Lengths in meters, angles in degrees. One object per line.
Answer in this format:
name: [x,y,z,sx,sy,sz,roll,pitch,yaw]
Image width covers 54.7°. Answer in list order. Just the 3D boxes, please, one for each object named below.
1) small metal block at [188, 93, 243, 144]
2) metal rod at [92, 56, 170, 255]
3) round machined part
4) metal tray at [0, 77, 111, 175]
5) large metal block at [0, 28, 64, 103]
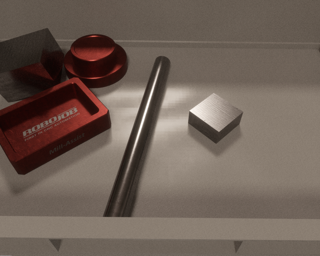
small metal block: [0.074,-0.014,0.418,0.050,0.025,0.050,-36,59,-27]
metal rod: [-0.025,0.008,0.397,0.025,0.025,0.300,9,50,7]
round machined part: [-0.102,-0.111,0.486,0.099,0.042,0.098,0,50,0]
metal tray: [-0.143,-0.008,0.406,0.131,0.030,0.090,-31,57,-24]
large metal block: [-0.192,-0.092,0.451,0.080,0.050,0.080,-14,50,7]
